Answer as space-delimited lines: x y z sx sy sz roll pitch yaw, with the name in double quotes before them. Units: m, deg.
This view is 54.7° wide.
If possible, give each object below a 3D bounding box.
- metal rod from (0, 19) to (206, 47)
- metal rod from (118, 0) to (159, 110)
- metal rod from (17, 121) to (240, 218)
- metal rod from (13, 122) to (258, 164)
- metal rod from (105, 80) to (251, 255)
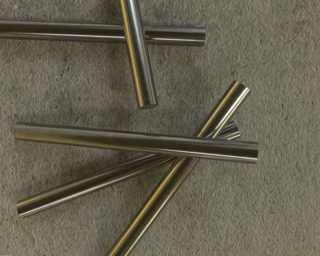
"metal rod" -0.092 -0.126 0.408 0.302 0.025 0.025 2 90 0
"metal rod" -0.042 -0.170 0.389 0.025 0.025 0.298 -11 82 0
"metal rod" -0.041 0.054 0.409 0.301 0.025 0.025 -20 90 0
"metal rod" -0.039 0.016 0.376 0.301 0.025 0.025 5 90 13
"metal rod" 0.013 0.070 0.391 0.025 0.025 0.299 35 97 0
